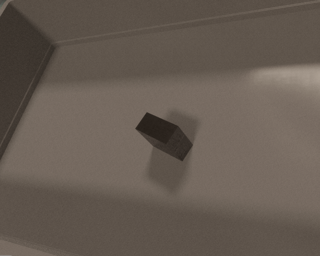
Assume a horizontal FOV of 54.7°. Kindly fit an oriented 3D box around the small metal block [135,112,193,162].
[{"bbox_3d":[0.006,0.011,0.379,0.050,0.050,0.025,25,76,36],"label":"small metal block"}]
